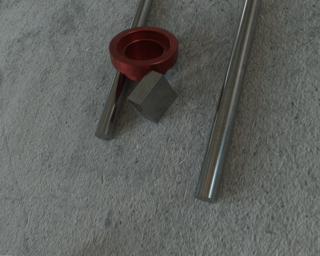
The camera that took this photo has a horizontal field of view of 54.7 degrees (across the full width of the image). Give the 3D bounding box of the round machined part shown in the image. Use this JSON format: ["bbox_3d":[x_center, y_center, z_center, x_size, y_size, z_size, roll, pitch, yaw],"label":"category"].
[{"bbox_3d":[-0.023,-0.105,0.454,0.099,0.042,0.098,-1,48,1],"label":"round machined part"}]

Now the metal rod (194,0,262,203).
[{"bbox_3d":[0.092,-0.055,0.389,0.025,0.025,0.300,4,64,30],"label":"metal rod"}]

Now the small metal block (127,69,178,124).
[{"bbox_3d":[-0.009,-0.042,0.418,0.025,0.050,0.050,28,77,37],"label":"small metal block"}]

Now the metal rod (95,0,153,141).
[{"bbox_3d":[-0.050,-0.119,0.503,0.025,0.025,0.300,-2,61,27],"label":"metal rod"}]
